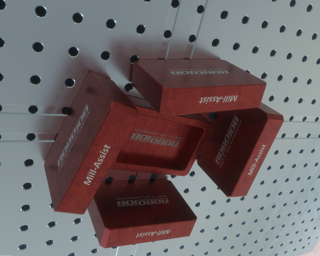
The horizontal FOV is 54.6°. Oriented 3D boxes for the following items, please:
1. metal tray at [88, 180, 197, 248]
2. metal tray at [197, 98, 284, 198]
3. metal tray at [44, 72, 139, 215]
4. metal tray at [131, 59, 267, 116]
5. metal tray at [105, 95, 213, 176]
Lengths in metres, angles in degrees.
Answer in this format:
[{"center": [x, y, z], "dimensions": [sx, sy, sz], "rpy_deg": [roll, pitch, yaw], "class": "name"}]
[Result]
[{"center": [-0.027, 0.111, 0.423], "dimensions": [0.131, 0.090, 0.030], "rpy_deg": [4, 117, -30], "class": "metal tray"}, {"center": [0.107, 0.021, 0.439], "dimensions": [0.030, 0.090, 0.129], "rpy_deg": [4, 116, -31], "class": "metal tray"}, {"center": [-0.080, 0.015, 0.334], "dimensions": [0.030, 0.090, 0.129], "rpy_deg": [20, 108, -35], "class": "metal tray"}, {"center": [0.043, -0.051, 0.360], "dimensions": [0.131, 0.090, 0.030], "rpy_deg": [-6, 121, -25], "class": "metal tray"}, {"center": [-0.002, 0.015, 0.414], "dimensions": [0.131, 0.030, 0.089], "rpy_deg": [12, 112, -34], "class": "metal tray"}]
